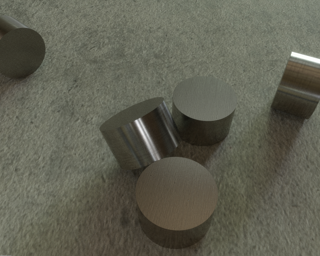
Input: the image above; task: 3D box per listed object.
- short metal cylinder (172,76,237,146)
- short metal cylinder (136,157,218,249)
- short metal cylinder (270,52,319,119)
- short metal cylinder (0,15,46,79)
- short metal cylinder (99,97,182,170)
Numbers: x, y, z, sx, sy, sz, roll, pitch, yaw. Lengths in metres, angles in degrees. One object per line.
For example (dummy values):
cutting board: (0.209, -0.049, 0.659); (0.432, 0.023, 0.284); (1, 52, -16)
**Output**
short metal cylinder: (0.056, -0.023, 0.407); (0.081, 0.050, 0.080); (0, 50, 0)
short metal cylinder: (0.016, 0.077, 0.322); (0.081, 0.050, 0.080); (0, 50, 0)
short metal cylinder: (0.189, -0.057, 0.418); (0.050, 0.080, 0.080); (21, 53, 16)
short metal cylinder: (-0.223, -0.121, 0.467); (0.050, 0.080, 0.080); (34, 58, 25)
short metal cylinder: (-0.022, 0.005, 0.357); (0.080, 0.050, 0.080); (-23, 17, 8)
